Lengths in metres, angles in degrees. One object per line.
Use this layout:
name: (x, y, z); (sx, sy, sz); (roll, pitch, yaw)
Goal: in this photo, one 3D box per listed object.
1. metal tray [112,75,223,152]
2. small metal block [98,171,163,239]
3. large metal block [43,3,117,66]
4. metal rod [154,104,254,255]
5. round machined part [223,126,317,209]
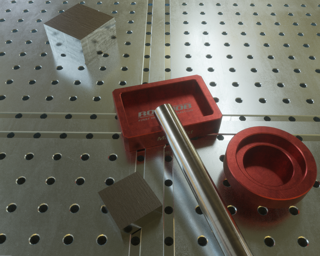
metal tray: (0.008, -0.024, 0.424); (0.131, 0.030, 0.090); (-12, 51, -10)
small metal block: (-0.032, 0.083, 0.338); (0.050, 0.025, 0.050); (-26, 55, -21)
large metal block: (-0.132, -0.160, 0.524); (0.080, 0.050, 0.080); (28, 55, 21)
metal rod: (0.061, 0.094, 0.308); (0.025, 0.025, 0.299); (-18, 59, -15)
round machined part: (0.122, 0.048, 0.358); (0.099, 0.042, 0.098); (0, 50, 0)
